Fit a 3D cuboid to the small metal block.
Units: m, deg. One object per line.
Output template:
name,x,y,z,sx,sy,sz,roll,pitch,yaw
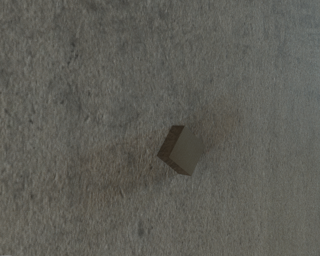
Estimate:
small metal block,0.030,0.031,0.429,0.050,0.025,0.050,42,65,-32
